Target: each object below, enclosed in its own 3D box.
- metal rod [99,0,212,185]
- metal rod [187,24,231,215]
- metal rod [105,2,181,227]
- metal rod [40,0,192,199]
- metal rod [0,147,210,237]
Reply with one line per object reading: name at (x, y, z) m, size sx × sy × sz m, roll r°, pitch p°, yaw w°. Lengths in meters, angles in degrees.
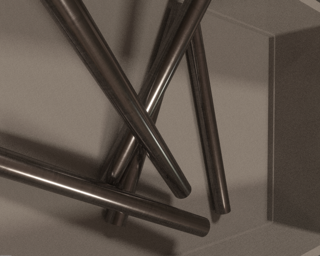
metal rod at (0.007, -0.070, 0.332) m, size 0.025 × 0.025 × 0.298 m, roll 18°, pitch 105°, yaw -39°
metal rod at (0.072, -0.012, 0.469) m, size 0.025 × 0.025 × 0.298 m, roll -19°, pitch 102°, yaw -39°
metal rod at (-0.012, -0.027, 0.398) m, size 0.025 × 0.025 × 0.299 m, roll 26°, pitch 73°, yaw -37°
metal rod at (-0.024, -0.010, 0.308) m, size 0.025 × 0.025 × 0.299 m, roll -56°, pitch 140°, yaw -25°
metal rod at (-0.062, 0.071, 0.329) m, size 0.302 × 0.025 × 0.025 m, roll 26°, pitch 73°, yaw -29°
